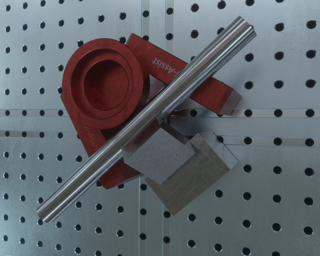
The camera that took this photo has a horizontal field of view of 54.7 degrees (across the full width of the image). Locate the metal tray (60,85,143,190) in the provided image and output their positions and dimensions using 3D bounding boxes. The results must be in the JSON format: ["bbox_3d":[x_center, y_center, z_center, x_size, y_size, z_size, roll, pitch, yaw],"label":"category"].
[{"bbox_3d":[-0.065,0.008,0.399,0.030,0.090,0.130,-31,80,17],"label":"metal tray"}]

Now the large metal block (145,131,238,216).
[{"bbox_3d":[0.041,0.050,0.365,0.080,0.080,0.050,-43,77,15],"label":"large metal block"}]

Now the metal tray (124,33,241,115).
[{"bbox_3d":[0.028,-0.061,0.367,0.130,0.090,0.030,33,102,16],"label":"metal tray"}]

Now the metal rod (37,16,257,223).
[{"bbox_3d":[-0.026,0.003,0.325,0.299,0.025,0.025,-42,77,14],"label":"metal rod"}]

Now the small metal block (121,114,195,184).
[{"bbox_3d":[-0.002,0.022,0.312,0.050,0.050,0.025,-44,32,14],"label":"small metal block"}]

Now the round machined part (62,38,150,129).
[{"bbox_3d":[-0.056,-0.047,0.349,0.098,0.042,0.097,0,90,19],"label":"round machined part"}]
